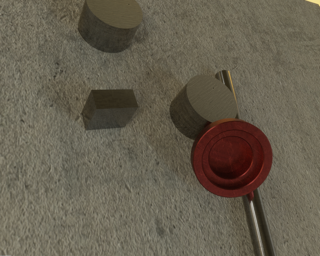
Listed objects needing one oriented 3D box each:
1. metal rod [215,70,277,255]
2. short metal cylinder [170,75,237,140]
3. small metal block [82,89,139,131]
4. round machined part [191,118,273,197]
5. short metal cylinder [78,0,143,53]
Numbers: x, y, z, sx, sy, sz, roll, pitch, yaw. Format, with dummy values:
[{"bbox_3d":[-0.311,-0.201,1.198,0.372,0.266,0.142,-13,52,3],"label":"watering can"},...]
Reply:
[{"bbox_3d":[0.118,0.042,0.440,0.025,0.025,0.299,8,58,-24],"label":"metal rod"},{"bbox_3d":[0.061,-0.028,0.438,0.081,0.050,0.080,14,56,-21],"label":"short metal cylinder"},{"bbox_3d":[-0.061,-0.021,0.368,0.050,0.050,0.025,-5,65,-31],"label":"small metal block"},{"bbox_3d":[0.088,0.035,0.396,0.098,0.098,0.042,31,8,-9],"label":"round machined part"},{"bbox_3d":[-0.072,-0.155,0.444,0.081,0.050,0.080,14,56,-21],"label":"short metal cylinder"}]
